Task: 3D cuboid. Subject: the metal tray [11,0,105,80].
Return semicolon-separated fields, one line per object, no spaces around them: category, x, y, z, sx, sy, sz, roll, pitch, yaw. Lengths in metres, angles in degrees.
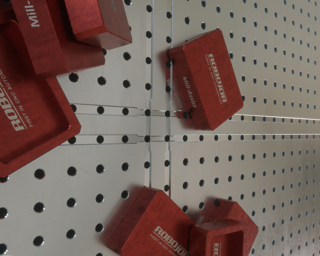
metal tray;-0.098;-0.117;0.291;0.090;0.030;0.129;-54;131;-70

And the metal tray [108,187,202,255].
metal tray;0.005;0.151;0.409;0.130;0.030;0.090;49;61;-29

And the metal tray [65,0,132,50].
metal tray;-0.069;-0.149;0.307;0.090;0.030;0.129;-37;113;-77

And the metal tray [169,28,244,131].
metal tray;0.073;-0.072;0.466;0.091;0.030;0.129;-34;111;-35

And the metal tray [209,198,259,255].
metal tray;0.101;0.191;0.490;0.090;0.030;0.130;49;61;-29

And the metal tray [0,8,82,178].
metal tray;-0.142;-0.032;0.285;0.091;0.030;0.130;-36;112;-34

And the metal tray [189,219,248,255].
metal tray;0.081;0.199;0.432;0.091;0.030;0.129;6;86;-40
